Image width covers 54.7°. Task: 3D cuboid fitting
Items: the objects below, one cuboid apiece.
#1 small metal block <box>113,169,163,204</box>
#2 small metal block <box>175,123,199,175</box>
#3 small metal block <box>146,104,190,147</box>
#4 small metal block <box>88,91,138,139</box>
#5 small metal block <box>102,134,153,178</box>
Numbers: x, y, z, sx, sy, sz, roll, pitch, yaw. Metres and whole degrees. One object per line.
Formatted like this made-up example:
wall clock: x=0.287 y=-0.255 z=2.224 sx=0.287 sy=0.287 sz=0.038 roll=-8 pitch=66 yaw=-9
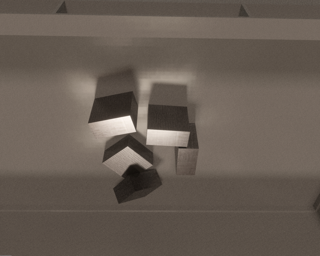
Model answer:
small metal block: x=-0.033 y=0.087 z=0.462 sx=0.050 sy=0.025 sz=0.050 roll=-5 pitch=153 yaw=-42
small metal block: x=0.035 y=0.028 z=0.417 sx=0.025 sy=0.050 sz=0.050 roll=1 pitch=130 yaw=-1
small metal block: x=0.009 y=-0.004 z=0.390 sx=0.050 sy=0.050 sz=0.025 roll=4 pitch=130 yaw=-4
small metal block: x=-0.055 y=-0.016 z=0.378 sx=0.050 sy=0.050 sz=0.025 roll=-10 pitch=130 yaw=8
small metal block: x=-0.046 y=0.043 z=0.445 sx=0.050 sy=0.025 sz=0.050 roll=-34 pitch=123 yaw=25
